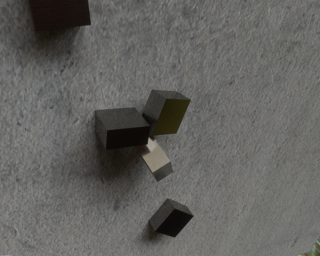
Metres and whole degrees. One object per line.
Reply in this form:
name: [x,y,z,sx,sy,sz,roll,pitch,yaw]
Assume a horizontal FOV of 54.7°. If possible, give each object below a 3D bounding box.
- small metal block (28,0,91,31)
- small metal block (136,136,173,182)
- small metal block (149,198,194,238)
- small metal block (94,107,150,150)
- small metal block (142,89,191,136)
small metal block: [-0.094,-0.119,0.282,0.050,0.025,0.050,-15,125,-21]
small metal block: [-0.009,0.037,0.399,0.025,0.050,0.050,-32,157,-8]
small metal block: [0.019,0.149,0.512,0.050,0.025,0.050,33,100,-39]
small metal block: [-0.046,-0.001,0.366,0.050,0.050,0.025,-6,121,-25]
small metal block: [0.006,-0.019,0.390,0.050,0.025,0.050,-3,122,-50]
